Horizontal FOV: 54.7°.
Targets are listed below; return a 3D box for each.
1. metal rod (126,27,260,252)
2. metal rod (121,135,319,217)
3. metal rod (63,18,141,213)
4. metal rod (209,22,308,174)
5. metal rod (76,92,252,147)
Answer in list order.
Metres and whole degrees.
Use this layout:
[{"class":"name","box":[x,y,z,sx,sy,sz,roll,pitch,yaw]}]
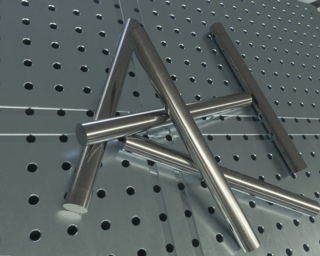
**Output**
[{"class":"metal rod","box":[0.041,0.015,0.380,0.025,0.025,0.299,-29,91,-38]},{"class":"metal rod","box":[0.092,0.068,0.418,0.302,0.025,0.025,21,54,-16]},{"class":"metal rod","box":[-0.064,-0.040,0.398,0.025,0.025,0.300,22,54,-16]},{"class":"metal rod","box":[0.163,-0.061,0.535,0.025,0.025,0.299,-12,68,-33]},{"class":"metal rod","box":[0.030,-0.020,0.420,0.302,0.025,0.025,-14,69,-40]}]
